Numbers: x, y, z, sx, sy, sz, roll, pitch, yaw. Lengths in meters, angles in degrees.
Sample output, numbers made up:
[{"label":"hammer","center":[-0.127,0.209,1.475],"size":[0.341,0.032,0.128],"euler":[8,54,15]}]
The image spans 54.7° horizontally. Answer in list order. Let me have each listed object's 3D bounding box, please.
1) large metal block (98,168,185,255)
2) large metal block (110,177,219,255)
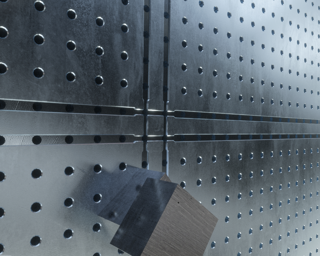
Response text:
[{"label":"large metal block","center":[-0.014,0.109,0.383],"size":[0.080,0.050,0.080],"euler":[-47,118,-30]},{"label":"large metal block","center":[0.008,0.112,0.336],"size":[0.080,0.050,0.080],"euler":[45,63,-31]}]
